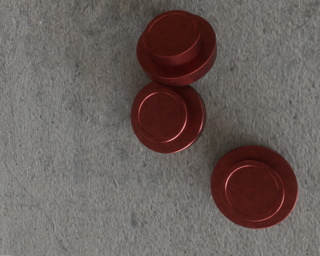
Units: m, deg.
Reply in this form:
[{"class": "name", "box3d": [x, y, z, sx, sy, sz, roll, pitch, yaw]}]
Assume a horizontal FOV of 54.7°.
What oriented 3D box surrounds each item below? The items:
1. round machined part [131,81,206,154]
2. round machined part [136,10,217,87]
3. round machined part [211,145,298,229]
[{"class": "round machined part", "box3d": [0.007, -0.016, 0.397, 0.098, 0.042, 0.097, 0, 90, 19]}, {"class": "round machined part", "box3d": [0.018, -0.102, 0.375, 0.098, 0.042, 0.098, -5, 66, 12]}, {"class": "round machined part", "box3d": [0.108, 0.070, 0.362, 0.098, 0.042, 0.097, 0, 90, 19]}]
